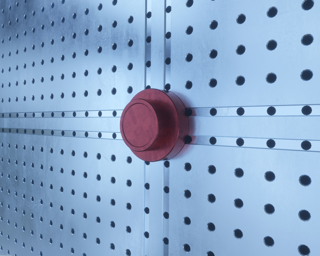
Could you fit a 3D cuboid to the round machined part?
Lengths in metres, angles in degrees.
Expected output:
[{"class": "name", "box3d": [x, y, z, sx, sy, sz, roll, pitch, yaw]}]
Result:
[{"class": "round machined part", "box3d": [-0.015, -0.004, 0.408, 0.098, 0.042, 0.097, 0, 90, 39]}]
